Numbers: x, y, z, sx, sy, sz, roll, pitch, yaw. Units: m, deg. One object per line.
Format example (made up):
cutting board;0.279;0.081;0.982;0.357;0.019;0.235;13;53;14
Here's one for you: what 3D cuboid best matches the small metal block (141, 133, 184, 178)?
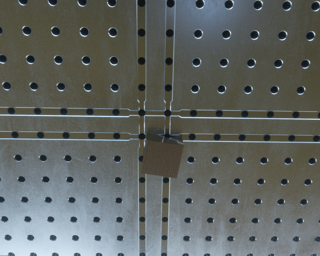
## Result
small metal block;0.002;0.038;0.428;0.050;0.025;0.050;9;110;-4
